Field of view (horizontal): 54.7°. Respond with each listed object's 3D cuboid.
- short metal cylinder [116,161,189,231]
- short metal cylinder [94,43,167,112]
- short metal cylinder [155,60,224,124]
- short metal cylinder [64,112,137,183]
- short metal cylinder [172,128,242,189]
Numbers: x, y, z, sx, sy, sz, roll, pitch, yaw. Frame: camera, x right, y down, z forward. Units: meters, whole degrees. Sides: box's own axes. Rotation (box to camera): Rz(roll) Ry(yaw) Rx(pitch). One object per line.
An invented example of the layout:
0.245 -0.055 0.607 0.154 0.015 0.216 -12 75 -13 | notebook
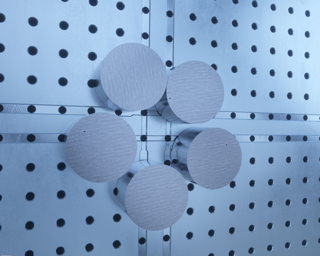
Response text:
-0.011 0.083 0.394 0.081 0.050 0.080 0 90 -19 | short metal cylinder
-0.038 -0.060 0.385 0.081 0.050 0.079 0 90 -20 | short metal cylinder
0.037 -0.045 0.412 0.081 0.050 0.079 0 90 -20 | short metal cylinder
-0.073 0.022 0.372 0.081 0.050 0.079 0 91 -20 | short metal cylinder
0.062 0.039 0.421 0.081 0.050 0.079 -1 92 -20 | short metal cylinder
